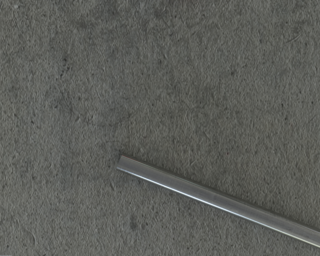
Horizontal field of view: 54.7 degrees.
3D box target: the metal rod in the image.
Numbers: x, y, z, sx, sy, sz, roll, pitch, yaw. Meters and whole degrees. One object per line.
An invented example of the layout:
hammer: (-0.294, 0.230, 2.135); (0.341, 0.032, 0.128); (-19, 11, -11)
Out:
metal rod: (0.087, 0.099, 0.410); (0.301, 0.025, 0.025); (21, 90, 0)
